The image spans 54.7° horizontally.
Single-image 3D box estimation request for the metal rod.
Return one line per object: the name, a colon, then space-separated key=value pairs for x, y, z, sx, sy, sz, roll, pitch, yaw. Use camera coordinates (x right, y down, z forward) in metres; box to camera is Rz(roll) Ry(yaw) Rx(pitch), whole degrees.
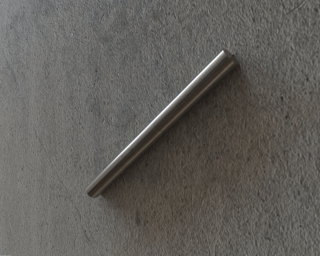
metal rod: x=-0.014 y=0.011 z=0.417 sx=0.299 sy=0.025 sz=0.025 roll=-44 pitch=64 yaw=30
